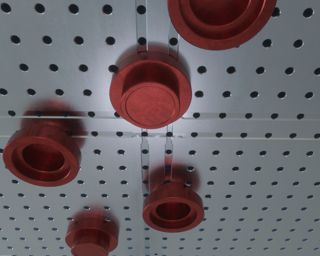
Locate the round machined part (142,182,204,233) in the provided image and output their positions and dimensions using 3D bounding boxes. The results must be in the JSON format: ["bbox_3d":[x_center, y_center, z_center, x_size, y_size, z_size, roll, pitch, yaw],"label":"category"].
[{"bbox_3d":[0.021,0.127,0.508,0.099,0.042,0.097,0,130,0],"label":"round machined part"}]

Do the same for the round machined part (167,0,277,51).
[{"bbox_3d":[0.056,-0.127,0.293,0.099,0.042,0.097,0,130,0],"label":"round machined part"}]

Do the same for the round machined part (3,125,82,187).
[{"bbox_3d":[-0.158,0.034,0.428,0.099,0.042,0.097,0,130,0],"label":"round machined part"}]

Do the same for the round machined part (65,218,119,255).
[{"bbox_3d":[-0.128,0.215,0.582,0.099,0.042,0.097,0,130,0],"label":"round machined part"}]

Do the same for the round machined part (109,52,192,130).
[{"bbox_3d":[-0.011,-0.037,0.369,0.099,0.042,0.097,0,130,0],"label":"round machined part"}]
